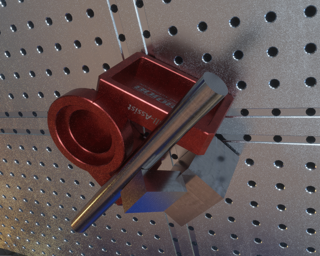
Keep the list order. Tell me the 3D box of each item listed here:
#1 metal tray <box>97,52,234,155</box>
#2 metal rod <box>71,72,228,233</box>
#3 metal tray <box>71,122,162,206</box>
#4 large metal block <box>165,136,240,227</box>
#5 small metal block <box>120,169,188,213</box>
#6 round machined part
[{"bbox_3d":[0.008,-0.033,0.343,0.130,0.090,0.030,28,129,10],"label":"metal tray"},{"bbox_3d":[-0.034,0.050,0.341,0.025,0.025,0.298,42,129,-1],"label":"metal rod"},{"bbox_3d":[-0.064,0.027,0.417,0.030,0.090,0.130,-33,101,38],"label":"metal tray"},{"bbox_3d":[0.045,0.063,0.386,0.050,0.080,0.080,41,129,-1],"label":"large metal block"},{"bbox_3d":[-0.008,0.069,0.335,0.050,0.050,0.025,-50,45,39],"label":"small metal block"},{"bbox_3d":[-0.072,0.000,0.347,0.098,0.042,0.097,13,124,20],"label":"round machined part"}]
